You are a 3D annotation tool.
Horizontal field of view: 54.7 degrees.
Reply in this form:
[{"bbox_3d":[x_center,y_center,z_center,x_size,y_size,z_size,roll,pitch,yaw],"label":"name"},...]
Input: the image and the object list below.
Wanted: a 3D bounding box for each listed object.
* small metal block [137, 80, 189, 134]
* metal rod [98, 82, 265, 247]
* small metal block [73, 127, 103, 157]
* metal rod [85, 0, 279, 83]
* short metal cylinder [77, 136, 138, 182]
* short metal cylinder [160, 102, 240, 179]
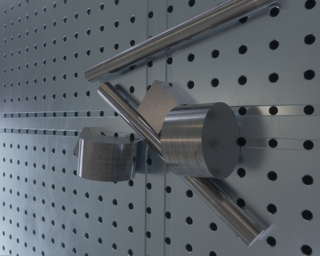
[{"bbox_3d":[0.003,-0.027,0.407,0.050,0.025,0.050,48,119,29],"label":"small metal block"},{"bbox_3d":[0.008,0.028,0.402,0.300,0.025,0.025,43,116,31],"label":"metal rod"},{"bbox_3d":[-0.109,0.033,0.500,0.050,0.025,0.050,42,116,31],"label":"small metal block"},{"bbox_3d":[0.002,-0.112,0.407,0.300,0.025,0.025,-13,82,39],"label":"metal rod"},{"bbox_3d":[-0.073,0.040,0.434,0.080,0.081,0.050,9,96,39],"label":"short metal cylinder"},{"bbox_3d":[0.046,0.014,0.336,0.050,0.081,0.080,-2,89,40],"label":"short metal cylinder"}]
